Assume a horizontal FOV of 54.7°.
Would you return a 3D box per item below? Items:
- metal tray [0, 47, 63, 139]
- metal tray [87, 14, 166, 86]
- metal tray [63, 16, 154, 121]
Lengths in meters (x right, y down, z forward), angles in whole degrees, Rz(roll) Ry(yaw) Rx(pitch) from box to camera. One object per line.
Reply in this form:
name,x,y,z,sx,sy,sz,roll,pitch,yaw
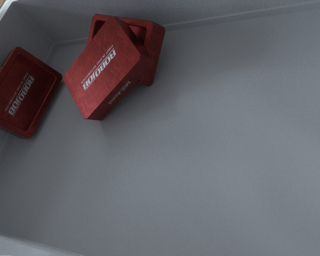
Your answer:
metal tray,-0.234,-0.058,0.519,0.030,0.090,0.130,-6,57,48
metal tray,-0.060,-0.123,0.482,0.130,0.030,0.089,21,102,34
metal tray,-0.080,-0.084,0.454,0.130,0.030,0.090,-43,65,23
